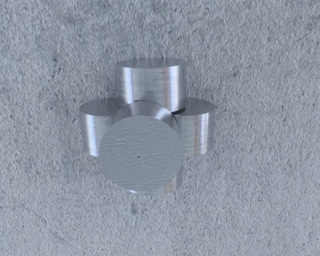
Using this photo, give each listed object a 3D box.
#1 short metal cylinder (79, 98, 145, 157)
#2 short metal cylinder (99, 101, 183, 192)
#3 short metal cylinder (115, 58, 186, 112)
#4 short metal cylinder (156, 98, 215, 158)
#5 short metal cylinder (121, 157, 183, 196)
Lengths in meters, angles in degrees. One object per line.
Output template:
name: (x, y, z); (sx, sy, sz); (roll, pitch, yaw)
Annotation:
short metal cylinder: (-0.055, -0.003, 0.380); (0.081, 0.080, 0.050); (-1, 110, 0)
short metal cylinder: (-0.018, 0.017, 0.318); (0.081, 0.050, 0.079); (0, 110, -1)
short metal cylinder: (-0.010, -0.052, 0.362); (0.081, 0.080, 0.050); (-2, 110, 0)
short metal cylinder: (0.026, -0.004, 0.381); (0.081, 0.080, 0.050); (0, 110, 0)
short metal cylinder: (-0.010, 0.043, 0.397); (0.081, 0.080, 0.050); (0, 110, -1)
